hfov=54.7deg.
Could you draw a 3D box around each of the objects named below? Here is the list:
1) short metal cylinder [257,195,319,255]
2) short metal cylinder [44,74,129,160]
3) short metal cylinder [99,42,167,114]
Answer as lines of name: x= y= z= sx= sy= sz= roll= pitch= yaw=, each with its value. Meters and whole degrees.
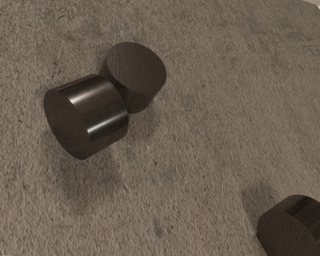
short metal cylinder: x=0.170 y=0.130 z=0.383 sx=0.050 sy=0.080 sz=0.080 roll=-18 pitch=72 yaw=-35
short metal cylinder: x=-0.080 y=-0.012 z=0.334 sx=0.050 sy=0.080 sz=0.080 roll=-32 pitch=80 yaw=-38
short metal cylinder: x=-0.038 y=-0.066 z=0.409 sx=0.081 sy=0.050 sz=0.080 roll=14 pitch=56 yaw=-21
